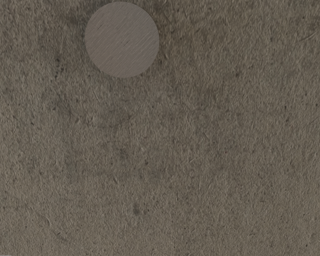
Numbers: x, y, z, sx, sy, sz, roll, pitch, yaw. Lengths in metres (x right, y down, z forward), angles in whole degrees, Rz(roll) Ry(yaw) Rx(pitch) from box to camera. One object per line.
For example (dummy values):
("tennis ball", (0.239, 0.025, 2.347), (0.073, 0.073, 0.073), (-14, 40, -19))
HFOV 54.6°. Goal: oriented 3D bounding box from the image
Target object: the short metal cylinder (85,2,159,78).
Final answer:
("short metal cylinder", (-0.041, -0.102, 0.358), (0.080, 0.050, 0.079), (0, 110, 0))
